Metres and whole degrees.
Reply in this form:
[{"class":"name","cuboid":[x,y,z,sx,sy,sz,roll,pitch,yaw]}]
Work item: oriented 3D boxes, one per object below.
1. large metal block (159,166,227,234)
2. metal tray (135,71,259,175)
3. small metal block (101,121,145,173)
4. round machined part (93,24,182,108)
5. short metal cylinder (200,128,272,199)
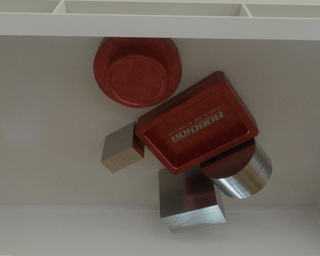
[{"class":"large metal block","cuboid":[0.046,0.100,0.457,0.080,0.080,0.050,-17,132,14]},{"class":"metal tray","cuboid":[0.045,-0.002,0.396,0.130,0.030,0.090,-30,116,22]},{"class":"small metal block","cuboid":[-0.048,0.025,0.414,0.050,0.050,0.025,-27,125,20]},{"class":"round machined part","cuboid":[-0.025,-0.061,0.346,0.099,0.042,0.097,-1,130,0]},{"class":"short metal cylinder","cuboid":[0.101,0.047,0.414,0.080,0.080,0.050,-30,125,22]}]
